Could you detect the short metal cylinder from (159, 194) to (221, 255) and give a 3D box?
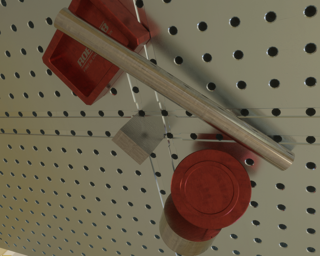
[{"bbox_3d":[0.042,0.127,0.425,0.080,0.080,0.050,25,139,12],"label":"short metal cylinder"}]

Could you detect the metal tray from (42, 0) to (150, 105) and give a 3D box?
[{"bbox_3d":[-0.084,-0.100,0.388,0.090,0.030,0.129,45,129,-4],"label":"metal tray"}]

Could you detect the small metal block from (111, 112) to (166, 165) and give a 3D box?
[{"bbox_3d":[-0.028,0.013,0.416,0.050,0.050,0.025,42,129,-1],"label":"small metal block"}]

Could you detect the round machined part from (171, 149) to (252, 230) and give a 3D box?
[{"bbox_3d":[0.061,0.074,0.380,0.098,0.042,0.097,-2,82,12],"label":"round machined part"}]

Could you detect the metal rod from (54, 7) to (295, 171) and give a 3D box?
[{"bbox_3d":[0.020,-0.041,0.347,0.301,0.025,0.025,32,129,-4],"label":"metal rod"}]
